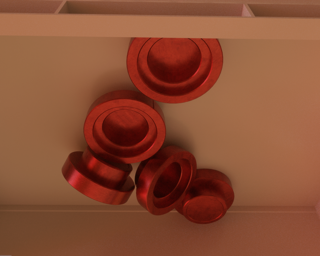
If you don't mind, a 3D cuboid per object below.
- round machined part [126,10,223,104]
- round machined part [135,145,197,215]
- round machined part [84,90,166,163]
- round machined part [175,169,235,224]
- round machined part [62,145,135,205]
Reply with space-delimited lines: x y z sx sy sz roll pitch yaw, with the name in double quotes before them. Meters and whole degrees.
"round machined part" 0.015 -0.077 0.332 0.099 0.042 0.097 0 130 0
"round machined part" 0.004 0.068 0.434 0.099 0.042 0.097 -26 129 -37
"round machined part" -0.043 -0.005 0.389 0.099 0.042 0.097 -2 125 -2
"round machined part" 0.069 0.114 0.490 0.099 0.042 0.097 -1 125 -1
"round machined part" -0.076 0.057 0.416 0.098 0.098 0.042 27 99 -21
